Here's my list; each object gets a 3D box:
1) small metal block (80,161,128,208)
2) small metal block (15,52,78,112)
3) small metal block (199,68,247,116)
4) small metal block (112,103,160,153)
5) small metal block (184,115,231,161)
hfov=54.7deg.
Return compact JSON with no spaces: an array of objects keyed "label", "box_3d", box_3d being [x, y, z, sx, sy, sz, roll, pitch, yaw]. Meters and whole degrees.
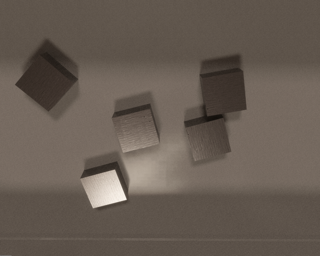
[{"label":"small metal block","box_3d":[-0.078,0.081,0.440,0.050,0.025,0.050,-16,110,5]},{"label":"small metal block","box_3d":[-0.141,-0.058,0.388,0.050,0.025,0.050,42,104,-14]},{"label":"small metal block","box_3d":[0.080,-0.046,0.396,0.050,0.025,0.050,-10,110,3]},{"label":"small metal block","box_3d":[-0.031,0.000,0.411,0.050,0.025,0.050,-14,110,4]},{"label":"small metal block","box_3d":[0.064,0.011,0.417,0.050,0.025,0.050,-15,110,5]}]
